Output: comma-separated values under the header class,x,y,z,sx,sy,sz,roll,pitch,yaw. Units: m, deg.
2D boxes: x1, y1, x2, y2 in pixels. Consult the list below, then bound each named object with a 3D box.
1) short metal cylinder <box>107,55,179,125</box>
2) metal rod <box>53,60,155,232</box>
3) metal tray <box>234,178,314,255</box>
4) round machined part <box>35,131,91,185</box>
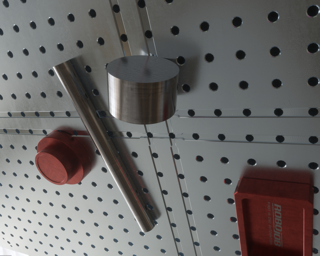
class,x,y,z,sx,sy,sz,roll,pitch,yaw
short metal cylinder,-0.020,-0.046,0.357,0.080,0.080,0.050,16,125,19
metal rod,-0.078,0.039,0.476,0.025,0.025,0.299,-12,113,33
metal tray,0.151,0.130,0.408,0.090,0.030,0.129,2,119,27
round machined part,-0.171,0.058,0.526,0.098,0.042,0.097,13,124,21
